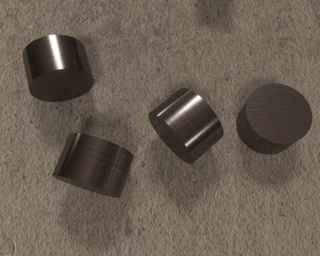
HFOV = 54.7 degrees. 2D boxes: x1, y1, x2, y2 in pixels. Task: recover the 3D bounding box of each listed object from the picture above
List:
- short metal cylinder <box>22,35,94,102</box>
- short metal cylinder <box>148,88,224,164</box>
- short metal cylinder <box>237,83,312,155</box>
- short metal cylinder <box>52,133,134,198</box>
[{"bbox_3d":[-0.132,-0.076,0.405,0.081,0.080,0.050,-16,71,-6],"label":"short metal cylinder"},{"bbox_3d":[0.031,-0.002,0.380,0.050,0.080,0.080,-40,75,-13],"label":"short metal cylinder"},{"bbox_3d":[0.145,-0.010,0.400,0.081,0.050,0.080,0,70,0],"label":"short metal cylinder"},{"bbox_3d":[-0.077,0.045,0.362,0.080,0.080,0.050,16,71,5],"label":"short metal cylinder"}]
